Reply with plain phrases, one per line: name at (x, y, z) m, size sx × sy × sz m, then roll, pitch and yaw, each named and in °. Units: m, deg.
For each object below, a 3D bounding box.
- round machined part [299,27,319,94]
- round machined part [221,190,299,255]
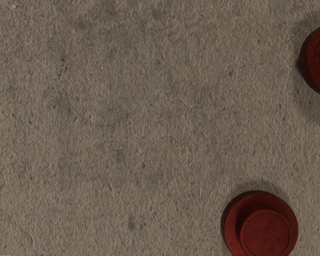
round machined part at (0.230, -0.088, 0.405) m, size 0.099 × 0.042 × 0.097 m, roll 0°, pitch 90°, yaw -1°
round machined part at (0.132, 0.134, 0.403) m, size 0.099 × 0.042 × 0.097 m, roll 0°, pitch 90°, yaw -1°
